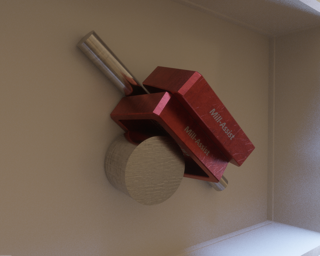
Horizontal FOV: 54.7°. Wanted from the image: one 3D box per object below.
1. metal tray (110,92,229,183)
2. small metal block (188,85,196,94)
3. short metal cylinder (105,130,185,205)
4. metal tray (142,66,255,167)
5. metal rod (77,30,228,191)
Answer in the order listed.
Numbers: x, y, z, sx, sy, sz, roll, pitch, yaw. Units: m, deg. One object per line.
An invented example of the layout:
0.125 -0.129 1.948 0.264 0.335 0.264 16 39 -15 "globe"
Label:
0.012 0.014 0.375 0.130 0.090 0.030 47 62 -30 "metal tray"
0.025 -0.041 0.427 0.050 0.025 0.050 48 61 -30 "small metal block"
-0.018 0.045 0.368 0.081 0.050 0.079 -6 100 -34 "short metal cylinder"
0.046 -0.014 0.370 0.030 0.090 0.130 -49 121 -9 "metal tray"
0.007 -0.005 0.415 0.300 0.025 0.025 46 62 -30 "metal rod"
